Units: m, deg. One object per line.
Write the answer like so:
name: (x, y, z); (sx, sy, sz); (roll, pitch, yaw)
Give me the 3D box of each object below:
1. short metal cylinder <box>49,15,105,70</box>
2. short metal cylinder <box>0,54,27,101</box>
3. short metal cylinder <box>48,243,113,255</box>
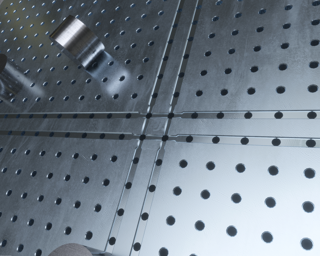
short metal cylinder: (-0.143, -0.147, 0.536); (0.080, 0.080, 0.050); (34, 81, 38)
short metal cylinder: (-0.316, -0.100, 0.616); (0.080, 0.050, 0.080); (-13, 56, 20)
short metal cylinder: (-0.086, 0.170, 0.332); (0.080, 0.050, 0.080); (-13, 56, 20)
